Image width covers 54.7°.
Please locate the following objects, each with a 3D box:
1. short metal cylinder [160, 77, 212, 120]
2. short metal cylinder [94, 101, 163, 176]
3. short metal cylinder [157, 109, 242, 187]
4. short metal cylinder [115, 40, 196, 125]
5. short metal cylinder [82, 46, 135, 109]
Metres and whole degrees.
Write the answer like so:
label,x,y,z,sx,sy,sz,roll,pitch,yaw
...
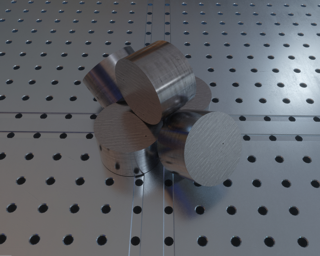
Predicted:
label,x,y,z,sx,sy,sz,roll,pitch,yaw
short metal cylinder,0.026,-0.028,0.415,0.081,0.050,0.080,0,50,0
short metal cylinder,-0.037,0.012,0.380,0.081,0.050,0.080,0,50,0
short metal cylinder,0.044,0.020,0.346,0.080,0.080,0.050,-33,22,-25
short metal cylinder,-0.006,-0.051,0.348,0.050,0.080,0.080,-34,58,-25
short metal cylinder,-0.055,-0.065,0.417,0.080,0.080,0.050,-39,94,-28
